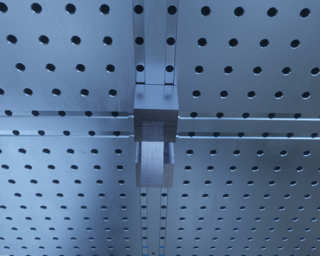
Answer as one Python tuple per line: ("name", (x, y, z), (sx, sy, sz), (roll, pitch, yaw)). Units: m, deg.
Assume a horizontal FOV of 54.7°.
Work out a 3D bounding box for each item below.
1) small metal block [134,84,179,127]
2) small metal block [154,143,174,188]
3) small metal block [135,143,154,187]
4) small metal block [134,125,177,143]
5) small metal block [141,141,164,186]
("small metal block", (-0.005, -0.028, 0.371), (0.050, 0.050, 0.025), (2, 130, -2))
("small metal block", (0.005, 0.049, 0.435), (0.025, 0.050, 0.050), (1, 130, -1))
("small metal block", (-0.020, 0.048, 0.436), (0.025, 0.050, 0.050), (1, 130, -1))
("small metal block", (-0.006, -0.008, 0.387), (0.050, 0.050, 0.025), (2, 130, -2))
("small metal block", (-0.009, 0.041, 0.376), (0.025, 0.050, 0.050), (1, 88, 0))
